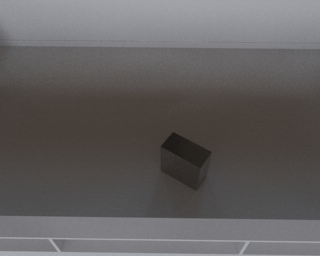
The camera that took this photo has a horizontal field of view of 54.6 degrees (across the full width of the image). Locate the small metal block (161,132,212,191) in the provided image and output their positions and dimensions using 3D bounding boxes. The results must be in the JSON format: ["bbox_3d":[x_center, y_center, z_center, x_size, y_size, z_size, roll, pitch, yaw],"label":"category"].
[{"bbox_3d":[0.029,0.039,0.356,0.050,0.050,0.025,28,55,21],"label":"small metal block"}]
